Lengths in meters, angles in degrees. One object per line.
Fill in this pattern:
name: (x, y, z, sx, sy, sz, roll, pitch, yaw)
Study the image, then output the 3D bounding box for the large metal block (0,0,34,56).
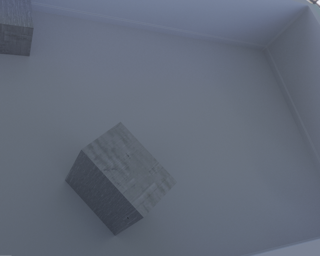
large metal block: (-0.198, -0.136, 0.366, 0.081, 0.050, 0.080, -1, 62, -29)

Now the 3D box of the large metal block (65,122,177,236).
large metal block: (-0.043, 0.054, 0.314, 0.080, 0.080, 0.050, 47, 51, 4)
